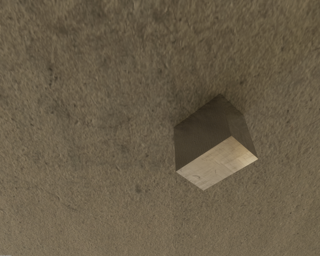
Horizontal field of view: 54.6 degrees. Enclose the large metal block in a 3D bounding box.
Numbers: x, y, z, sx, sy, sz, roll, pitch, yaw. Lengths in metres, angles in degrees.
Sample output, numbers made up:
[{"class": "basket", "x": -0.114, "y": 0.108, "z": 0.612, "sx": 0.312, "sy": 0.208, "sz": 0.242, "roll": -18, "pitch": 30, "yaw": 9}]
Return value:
[{"class": "large metal block", "x": 0.065, "y": 0.017, "z": 0.386, "sx": 0.080, "sy": 0.080, "sz": 0.050, "roll": -37, "pitch": 121, "yaw": 27}]
